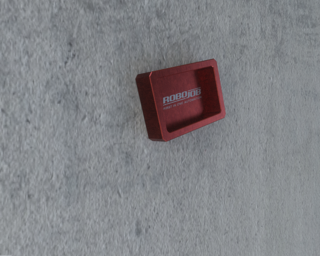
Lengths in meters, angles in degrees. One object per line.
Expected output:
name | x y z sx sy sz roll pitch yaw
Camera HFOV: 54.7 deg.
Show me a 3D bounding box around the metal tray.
metal tray | 0.034 -0.042 0.432 0.131 0.030 0.089 -20 103 -38
